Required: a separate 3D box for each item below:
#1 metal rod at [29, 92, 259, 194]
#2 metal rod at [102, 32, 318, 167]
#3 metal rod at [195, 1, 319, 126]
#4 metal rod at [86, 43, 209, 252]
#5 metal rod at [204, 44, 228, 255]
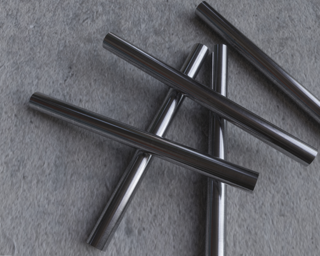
[{"bbox_3d":[-0.032,0.011,0.378,0.301,0.025,0.025,20,71,16],"label":"metal rod"},{"bbox_3d":[0.055,-0.042,0.396,0.301,0.025,0.025,32,73,10],"label":"metal rod"},{"bbox_3d":[0.162,-0.078,0.438,0.025,0.025,0.300,-40,75,-13],"label":"metal rod"},{"bbox_3d":[-0.007,0.011,0.403,0.025,0.025,0.300,25,72,8],"label":"metal rod"},{"bbox_3d":[0.074,0.025,0.399,0.025,0.025,0.299,5,70,1],"label":"metal rod"}]
